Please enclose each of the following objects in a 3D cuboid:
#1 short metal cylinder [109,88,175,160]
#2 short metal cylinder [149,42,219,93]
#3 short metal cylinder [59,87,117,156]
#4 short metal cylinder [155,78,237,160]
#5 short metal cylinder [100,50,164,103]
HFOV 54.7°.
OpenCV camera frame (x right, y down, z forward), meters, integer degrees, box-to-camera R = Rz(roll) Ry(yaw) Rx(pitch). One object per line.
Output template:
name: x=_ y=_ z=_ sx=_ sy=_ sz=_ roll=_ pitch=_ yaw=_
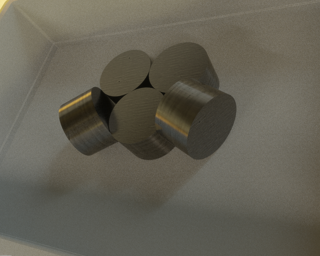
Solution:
short metal cylinder: x=-0.018 y=-0.005 z=0.400 sx=0.080 sy=0.050 sz=0.080 roll=-13 pitch=56 yaw=21
short metal cylinder: x=0.033 y=-0.066 z=0.411 sx=0.080 sy=0.050 sz=0.080 roll=-13 pitch=56 yaw=21
short metal cylinder: x=-0.090 y=-0.009 z=0.422 sx=0.050 sy=0.080 sz=0.080 roll=-27 pitch=52 yaw=11
short metal cylinder: x=0.041 y=-0.011 z=0.353 sx=0.050 sy=0.080 sz=0.080 roll=33 pitch=81 yaw=38
short metal cylinder: x=-0.039 y=-0.066 z=0.449 sx=0.080 sy=0.050 sz=0.080 roll=-13 pitch=56 yaw=21
